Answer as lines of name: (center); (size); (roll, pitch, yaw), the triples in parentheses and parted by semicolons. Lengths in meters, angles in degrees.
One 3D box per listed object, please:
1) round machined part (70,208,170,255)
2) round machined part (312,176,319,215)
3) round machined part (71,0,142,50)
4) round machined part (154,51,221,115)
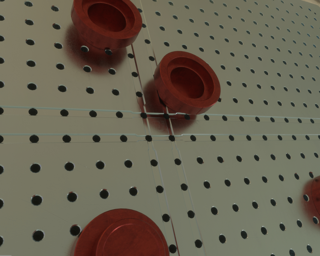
round machined part: (-0.034, 0.127, 0.301); (0.099, 0.042, 0.098); (14, 56, -21)
round machined part: (0.292, 0.112, 0.485); (0.099, 0.042, 0.098); (13, 56, -21)
round machined part: (-0.079, -0.152, 0.447); (0.099, 0.042, 0.098); (13, 56, -21)
round machined part: (0.036, -0.061, 0.453); (0.099, 0.042, 0.098); (14, 56, -21)
